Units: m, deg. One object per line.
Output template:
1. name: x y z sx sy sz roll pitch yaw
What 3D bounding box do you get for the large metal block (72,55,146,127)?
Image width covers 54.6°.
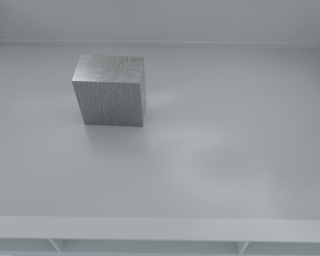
1. large metal block: -0.062 -0.047 0.409 0.080 0.080 0.050 2 50 2
